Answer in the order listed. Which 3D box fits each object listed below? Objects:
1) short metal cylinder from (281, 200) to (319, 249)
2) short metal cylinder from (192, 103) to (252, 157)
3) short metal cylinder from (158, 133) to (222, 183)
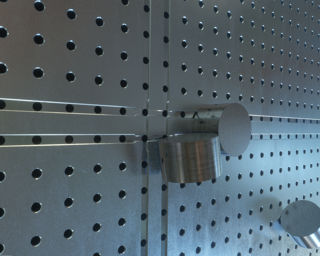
[{"bbox_3d":[0.293,0.193,0.624,0.050,0.080,0.080,48,61,-30],"label":"short metal cylinder"},{"bbox_3d":[0.096,0.002,0.476,0.081,0.050,0.079,0,90,-40],"label":"short metal cylinder"},{"bbox_3d":[0.040,0.037,0.409,0.081,0.080,0.050,-11,97,-40],"label":"short metal cylinder"}]
